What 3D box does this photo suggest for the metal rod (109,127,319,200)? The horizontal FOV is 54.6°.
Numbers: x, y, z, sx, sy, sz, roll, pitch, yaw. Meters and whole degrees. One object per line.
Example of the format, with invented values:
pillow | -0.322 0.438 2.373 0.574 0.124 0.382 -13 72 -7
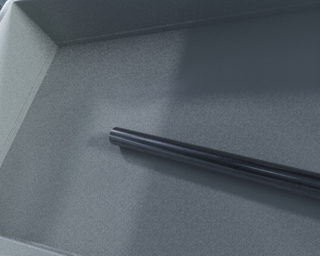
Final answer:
metal rod | 0.061 0.037 0.351 0.300 0.025 0.025 12 68 33
